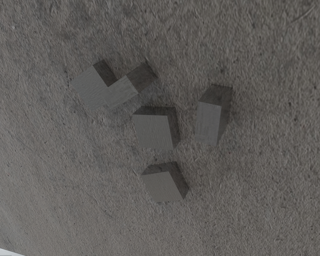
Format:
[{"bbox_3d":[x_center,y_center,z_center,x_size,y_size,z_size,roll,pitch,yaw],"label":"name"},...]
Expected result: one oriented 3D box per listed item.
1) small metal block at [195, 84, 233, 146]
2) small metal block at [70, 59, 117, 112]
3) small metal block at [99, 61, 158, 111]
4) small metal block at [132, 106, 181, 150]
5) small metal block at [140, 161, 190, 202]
[{"bbox_3d":[0.061,-0.016,0.349,0.025,0.050,0.050,14,124,20],"label":"small metal block"},{"bbox_3d":[-0.084,-0.056,0.416,0.050,0.025,0.050,-24,105,36],"label":"small metal block"},{"bbox_3d":[-0.038,-0.052,0.379,0.050,0.050,0.025,-26,104,37],"label":"small metal block"},{"bbox_3d":[-0.004,0.000,0.409,0.050,0.025,0.050,3,120,26],"label":"small metal block"},{"bbox_3d":[0.007,0.079,0.452,0.050,0.025,0.050,-14,111,34],"label":"small metal block"}]
